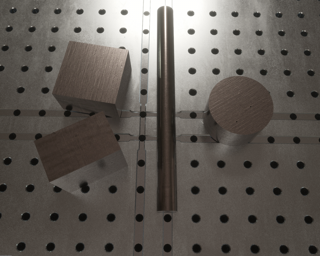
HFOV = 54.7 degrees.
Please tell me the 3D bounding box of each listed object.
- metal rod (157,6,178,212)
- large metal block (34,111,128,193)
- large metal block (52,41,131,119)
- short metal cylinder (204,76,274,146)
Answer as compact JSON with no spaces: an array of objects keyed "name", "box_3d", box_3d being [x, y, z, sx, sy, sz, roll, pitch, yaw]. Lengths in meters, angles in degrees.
[{"name":"metal rod","box_3d":[0.008,-0.039,0.426,0.025,0.025,0.299,0,70,0]},{"name":"large metal block","box_3d":[-0.089,0.032,0.370,0.080,0.080,0.050,-25,72,-9]},{"name":"large metal block","box_3d":[-0.088,-0.065,0.421,0.080,0.050,0.080,10,70,3]},{"name":"short metal cylinder","box_3d":[0.100,-0.021,0.407,0.081,0.050,0.080,0,70,0]}]
